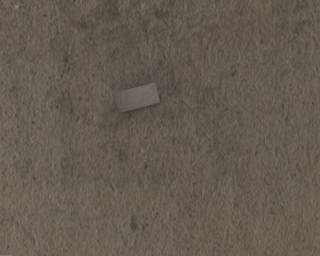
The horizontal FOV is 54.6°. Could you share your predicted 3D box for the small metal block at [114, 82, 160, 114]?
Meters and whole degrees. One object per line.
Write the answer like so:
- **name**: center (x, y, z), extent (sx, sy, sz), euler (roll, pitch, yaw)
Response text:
- **small metal block**: center (-0.027, -0.037, 0.397), extent (0.050, 0.050, 0.025), euler (-15, 90, 0)
